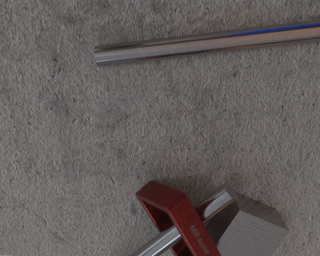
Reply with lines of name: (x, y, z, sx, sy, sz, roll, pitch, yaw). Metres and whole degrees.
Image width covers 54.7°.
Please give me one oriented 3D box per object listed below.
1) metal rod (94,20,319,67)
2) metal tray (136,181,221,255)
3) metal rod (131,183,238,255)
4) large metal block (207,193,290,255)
metal rod: (0.073, -0.103, 0.372, 0.302, 0.025, 0.025, -6, 110, 1)
metal tray: (0.027, 0.138, 0.424, 0.030, 0.090, 0.130, -37, 109, -24)
metal rod: (-0.008, 0.175, 0.447, 0.025, 0.025, 0.299, 39, 115, -14)
large metal block: (0.124, 0.150, 0.454, 0.080, 0.050, 0.080, 25, 108, -9)
